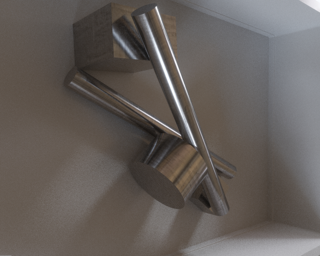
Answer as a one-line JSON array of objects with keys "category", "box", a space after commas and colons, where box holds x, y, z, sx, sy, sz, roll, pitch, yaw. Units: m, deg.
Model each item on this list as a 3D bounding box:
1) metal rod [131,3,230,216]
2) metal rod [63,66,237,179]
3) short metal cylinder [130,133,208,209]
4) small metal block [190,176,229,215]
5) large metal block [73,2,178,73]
[{"category": "metal rod", "box": [0.037, 0.006, 0.362, 0.025, 0.025, 0.299, -48, 131, -29]}, {"category": "metal rod", "box": [0.010, 0.008, 0.415, 0.301, 0.025, 0.025, 31, 71, -36]}, {"category": "short metal cylinder", "box": [0.010, 0.053, 0.379, 0.050, 0.080, 0.080, -48, 119, -30]}, {"category": "small metal block", "box": [0.073, 0.096, 0.469, 0.050, 0.025, 0.050, 46, 63, -31]}, {"category": "large metal block", "box": [-0.039, -0.093, 0.339, 0.081, 0.080, 0.050, -5, 94, -40]}]
